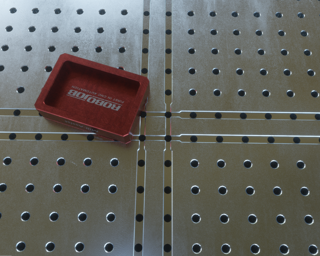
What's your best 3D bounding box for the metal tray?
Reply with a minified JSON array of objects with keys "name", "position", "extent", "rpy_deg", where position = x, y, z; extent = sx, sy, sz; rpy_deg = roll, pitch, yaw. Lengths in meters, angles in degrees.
[{"name":"metal tray","position":[-0.089,-0.042,0.423],"extent":[0.131,0.030,0.090],"rpy_deg":[17,71,6]}]
